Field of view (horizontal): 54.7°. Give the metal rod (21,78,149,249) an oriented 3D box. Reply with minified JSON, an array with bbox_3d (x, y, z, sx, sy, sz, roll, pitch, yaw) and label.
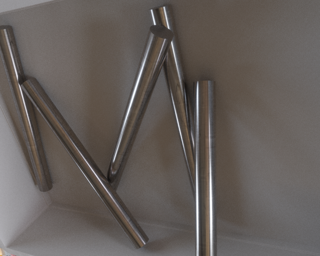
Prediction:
[{"bbox_3d":[-0.113,0.054,0.470,0.025,0.025,0.299,-35,90,38],"label":"metal rod"}]

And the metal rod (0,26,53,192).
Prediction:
[{"bbox_3d":[-0.219,-0.014,0.512,0.025,0.025,0.298,12,124,21],"label":"metal rod"}]

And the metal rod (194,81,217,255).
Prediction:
[{"bbox_3d":[0.053,0.096,0.356,0.025,0.025,0.298,0,92,28],"label":"metal rod"}]

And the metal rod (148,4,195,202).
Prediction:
[{"bbox_3d":[0.035,0.003,0.390,0.025,0.025,0.298,-1,118,28],"label":"metal rod"}]

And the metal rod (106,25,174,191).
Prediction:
[{"bbox_3d":[-0.042,0.003,0.412,0.025,0.025,0.298,31,134,8],"label":"metal rod"}]
